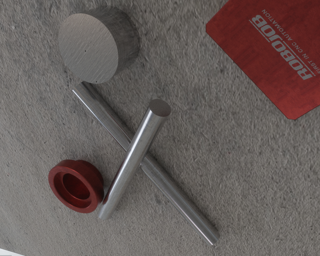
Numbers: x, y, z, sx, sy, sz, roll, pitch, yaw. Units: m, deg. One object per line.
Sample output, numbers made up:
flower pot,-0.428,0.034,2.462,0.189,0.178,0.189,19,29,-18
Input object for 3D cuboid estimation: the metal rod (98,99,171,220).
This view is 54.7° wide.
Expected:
metal rod,-0.049,0.065,0.444,0.025,0.025,0.298,35,138,5

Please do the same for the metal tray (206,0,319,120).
metal tray,0.119,-0.081,0.291,0.130,0.030,0.090,46,129,-4

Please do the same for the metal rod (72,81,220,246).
metal rod,-0.016,0.054,0.448,0.025,0.025,0.300,-35,99,38

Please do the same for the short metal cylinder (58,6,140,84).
short metal cylinder,-0.071,-0.099,0.367,0.080,0.050,0.079,13,124,21

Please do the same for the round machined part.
round machined part,-0.136,0.093,0.525,0.098,0.042,0.097,13,124,21
